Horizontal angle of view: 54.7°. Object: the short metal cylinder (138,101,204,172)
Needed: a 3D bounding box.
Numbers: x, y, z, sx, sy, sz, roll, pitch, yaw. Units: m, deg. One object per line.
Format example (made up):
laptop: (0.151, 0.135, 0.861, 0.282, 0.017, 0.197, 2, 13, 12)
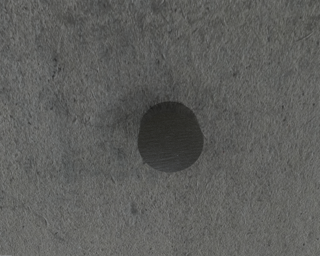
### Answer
short metal cylinder: (0.013, 0.010, 0.402, 0.081, 0.050, 0.079, 0, 110, -1)
